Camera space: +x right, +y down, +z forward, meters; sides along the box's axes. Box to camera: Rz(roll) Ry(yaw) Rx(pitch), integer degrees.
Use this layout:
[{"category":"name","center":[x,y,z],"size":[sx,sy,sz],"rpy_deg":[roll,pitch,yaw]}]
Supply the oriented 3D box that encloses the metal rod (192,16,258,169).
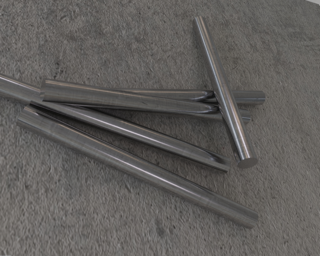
[{"category":"metal rod","center":[0.088,-0.074,0.465],"size":[0.025,0.025,0.300],"rpy_deg":[11,48,-23]}]

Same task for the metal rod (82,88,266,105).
[{"category":"metal rod","center":[0.038,-0.044,0.450],"size":[0.303,0.025,0.025],"rpy_deg":[-3,63,-30]}]

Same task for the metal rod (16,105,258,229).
[{"category":"metal rod","center":[-0.015,0.052,0.363],"size":[0.301,0.025,0.025],"rpy_deg":[26,53,-12]}]

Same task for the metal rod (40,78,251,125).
[{"category":"metal rod","center":[0.005,-0.029,0.405],"size":[0.302,0.025,0.025],"rpy_deg":[5,59,-32]}]

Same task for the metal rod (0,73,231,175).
[{"category":"metal rod","center":[-0.047,0.001,0.377],"size":[0.302,0.025,0.025],"rpy_deg":[20,54,-16]}]
